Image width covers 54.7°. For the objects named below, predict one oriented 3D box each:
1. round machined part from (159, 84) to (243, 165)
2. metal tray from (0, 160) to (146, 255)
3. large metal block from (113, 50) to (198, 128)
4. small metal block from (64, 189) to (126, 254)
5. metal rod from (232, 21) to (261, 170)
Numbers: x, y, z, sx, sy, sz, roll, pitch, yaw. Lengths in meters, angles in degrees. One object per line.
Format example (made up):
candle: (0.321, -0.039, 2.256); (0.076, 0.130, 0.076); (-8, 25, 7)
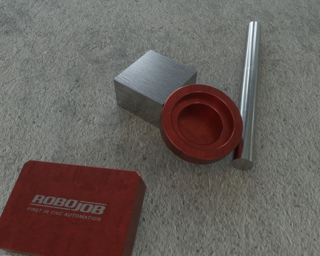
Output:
round machined part: (0.047, -0.001, 0.382); (0.099, 0.042, 0.098); (4, 66, -9)
metal tray: (-0.087, 0.084, 0.309); (0.131, 0.030, 0.090); (4, 59, 13)
large metal block: (-0.005, -0.055, 0.433); (0.080, 0.050, 0.080); (29, 56, 22)
small metal block: (-0.068, 0.094, 0.321); (0.050, 0.025, 0.050); (-16, 52, -20)
metal rod: (0.133, -0.068, 0.461); (0.025, 0.025, 0.300); (11, 51, 9)
